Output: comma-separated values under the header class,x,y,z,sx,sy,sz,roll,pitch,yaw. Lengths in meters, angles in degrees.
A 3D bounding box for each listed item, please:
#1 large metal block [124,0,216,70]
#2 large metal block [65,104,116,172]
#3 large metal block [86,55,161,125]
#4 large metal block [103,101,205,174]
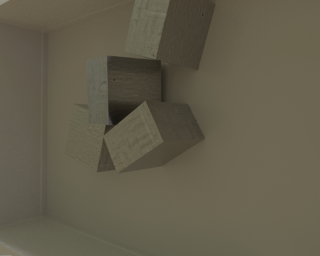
class,x,y,z,sx,sy,sz,roll,pitch,yaw
large metal block,0.013,-0.117,0.361,0.050,0.081,0.079,23,104,38
large metal block,-0.093,0.012,0.468,0.080,0.050,0.079,21,103,38
large metal block,-0.045,-0.047,0.400,0.050,0.081,0.079,6,98,49
large metal block,-0.007,0.011,0.377,0.080,0.081,0.050,-36,68,34
